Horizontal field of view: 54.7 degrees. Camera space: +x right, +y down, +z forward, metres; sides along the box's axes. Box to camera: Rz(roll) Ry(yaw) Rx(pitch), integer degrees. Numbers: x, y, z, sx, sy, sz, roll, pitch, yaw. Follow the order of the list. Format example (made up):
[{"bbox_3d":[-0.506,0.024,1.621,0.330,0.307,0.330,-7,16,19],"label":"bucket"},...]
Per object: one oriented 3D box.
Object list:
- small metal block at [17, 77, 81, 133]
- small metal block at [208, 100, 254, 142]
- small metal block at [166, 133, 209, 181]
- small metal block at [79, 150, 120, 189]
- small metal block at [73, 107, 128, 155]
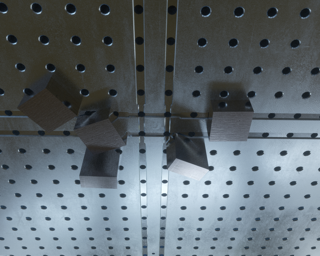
[{"bbox_3d":[-0.137,-0.028,0.386,0.050,0.025,0.050,-28,125,21],"label":"small metal block"},{"bbox_3d":[0.090,-0.009,0.405,0.050,0.025,0.050,0,130,0],"label":"small metal block"},{"bbox_3d":[0.037,0.040,0.430,0.050,0.050,0.025,21,127,-17],"label":"small metal block"},{"bbox_3d":[-0.084,0.059,0.444,0.050,0.050,0.025,3,130,-3],"label":"small metal block"},{"bbox_3d":[-0.078,0.005,0.415,0.050,0.025,0.050,-17,128,14],"label":"small metal block"}]
